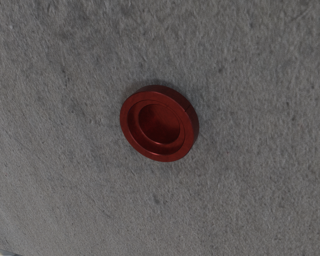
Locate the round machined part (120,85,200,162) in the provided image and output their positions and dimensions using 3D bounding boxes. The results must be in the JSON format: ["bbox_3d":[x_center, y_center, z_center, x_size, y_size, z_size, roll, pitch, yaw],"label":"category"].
[{"bbox_3d":[0.003,-0.009,0.388,0.098,0.042,0.097,13,124,20],"label":"round machined part"}]
